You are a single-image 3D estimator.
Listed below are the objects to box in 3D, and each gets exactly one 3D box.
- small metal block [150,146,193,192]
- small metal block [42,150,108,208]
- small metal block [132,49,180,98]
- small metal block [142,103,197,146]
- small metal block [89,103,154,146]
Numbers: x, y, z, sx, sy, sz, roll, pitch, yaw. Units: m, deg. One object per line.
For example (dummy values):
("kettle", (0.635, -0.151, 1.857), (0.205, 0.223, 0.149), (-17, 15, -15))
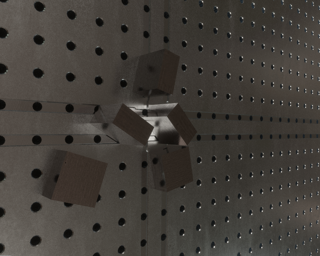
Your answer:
("small metal block", (0.016, 0.055, 0.425), (0.050, 0.025, 0.050), (-14, 99, -39))
("small metal block", (-0.091, 0.055, 0.335), (0.050, 0.025, 0.050), (24, 75, -38))
("small metal block", (-0.005, -0.067, 0.390), (0.025, 0.050, 0.050), (18, 79, -39))
("small metal block", (0.012, -0.005, 0.405), (0.025, 0.050, 0.050), (-51, 121, -28))
("small metal block", (-0.044, -0.003, 0.357), (0.050, 0.050, 0.025), (38, 67, -34))
